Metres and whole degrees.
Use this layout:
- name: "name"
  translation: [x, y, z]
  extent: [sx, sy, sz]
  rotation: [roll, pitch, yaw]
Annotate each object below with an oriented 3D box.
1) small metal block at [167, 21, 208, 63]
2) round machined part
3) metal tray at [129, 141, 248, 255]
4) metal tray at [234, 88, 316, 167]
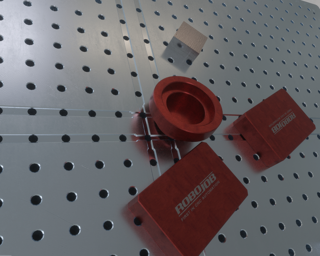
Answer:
- name: "small metal block"
  translation: [0.047, -0.145, 0.521]
  extent: [0.050, 0.025, 0.050]
  rotation: [33, 51, -7]
- name: "round machined part"
  translation: [0.032, -0.021, 0.421]
  extent: [0.099, 0.042, 0.098]
  rotation: [12, 50, -15]
- name: "metal tray"
  translation: [0.039, 0.085, 0.374]
  extent: [0.131, 0.030, 0.090]
  rotation: [-35, 81, -38]
- name: "metal tray"
  translation: [0.192, -0.005, 0.511]
  extent: [0.131, 0.030, 0.090]
  rotation: [-29, 78, -37]
